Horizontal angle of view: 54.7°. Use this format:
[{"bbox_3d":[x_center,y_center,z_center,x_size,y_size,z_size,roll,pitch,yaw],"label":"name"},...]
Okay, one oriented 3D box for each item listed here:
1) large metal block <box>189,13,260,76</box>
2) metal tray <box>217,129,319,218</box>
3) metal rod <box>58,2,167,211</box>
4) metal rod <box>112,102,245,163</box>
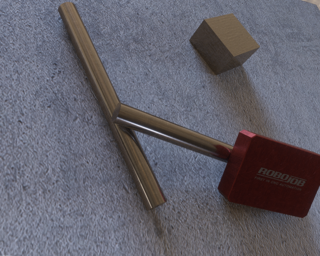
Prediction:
[{"bbox_3d":[0.113,-0.148,0.541,0.081,0.050,0.080,-26,76,-37],"label":"large metal block"},{"bbox_3d":[0.152,0.063,0.412,0.131,0.030,0.089,16,98,-19],"label":"metal tray"},{"bbox_3d":[-0.067,-0.040,0.392,0.025,0.025,0.299,-15,69,-34],"label":"metal rod"},{"bbox_3d":[0.080,0.030,0.412,0.302,0.025,0.025,20,54,-23],"label":"metal rod"}]
